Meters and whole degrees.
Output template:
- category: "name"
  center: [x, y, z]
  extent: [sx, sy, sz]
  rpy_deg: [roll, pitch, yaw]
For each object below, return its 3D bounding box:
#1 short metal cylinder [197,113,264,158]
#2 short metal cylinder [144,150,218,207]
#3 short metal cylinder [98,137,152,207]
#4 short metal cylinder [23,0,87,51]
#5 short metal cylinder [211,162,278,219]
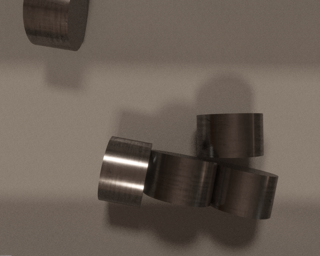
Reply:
- category: "short metal cylinder"
  center: [0.087, 0.008, 0.385]
  extent: [0.081, 0.080, 0.050]
  rpy_deg: [-1, 90, -1]
- category: "short metal cylinder"
  center: [0.024, 0.058, 0.367]
  extent: [0.080, 0.080, 0.050]
  rpy_deg: [11, 88, -1]
- category: "short metal cylinder"
  center: [-0.041, 0.054, 0.383]
  extent: [0.050, 0.080, 0.080]
  rpy_deg: [11, 90, 0]
- category: "short metal cylinder"
  center: [-0.126, -0.139, 0.382]
  extent: [0.050, 0.080, 0.080]
  rpy_deg: [9, 90, 0]
- category: "short metal cylinder"
  center: [0.101, 0.075, 0.385]
  extent: [0.080, 0.080, 0.050]
  rpy_deg: [11, 90, -1]
